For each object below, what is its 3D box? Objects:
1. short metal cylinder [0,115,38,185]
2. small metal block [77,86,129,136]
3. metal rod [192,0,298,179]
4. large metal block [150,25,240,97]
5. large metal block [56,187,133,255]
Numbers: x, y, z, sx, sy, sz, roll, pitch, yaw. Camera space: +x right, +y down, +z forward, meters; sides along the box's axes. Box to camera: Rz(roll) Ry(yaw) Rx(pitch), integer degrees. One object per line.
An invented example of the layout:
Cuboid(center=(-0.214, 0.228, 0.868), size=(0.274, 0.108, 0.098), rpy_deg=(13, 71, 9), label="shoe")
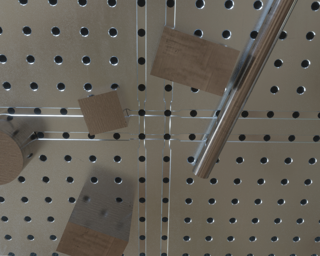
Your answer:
Cuboid(center=(-0.211, 0.028, 0.407), size=(0.081, 0.050, 0.079), rpy_deg=(0, 110, -1), label="short metal cylinder")
Cuboid(center=(-0.072, -0.023, 0.404), size=(0.050, 0.025, 0.050), rpy_deg=(-14, 110, 4), label="small metal block")
Cuboid(center=(0.112, -0.066, 0.390), size=(0.025, 0.025, 0.298), rpy_deg=(20, 109, -8), label="metal rod")
Cuboid(center=(0.035, -0.081, 0.355), size=(0.080, 0.080, 0.050), rpy_deg=(16, 109, -6), label="large metal block")
Cuboid(center=(-0.087, 0.138, 0.434), size=(0.080, 0.080, 0.050), rpy_deg=(22, 109, -9), label="large metal block")
